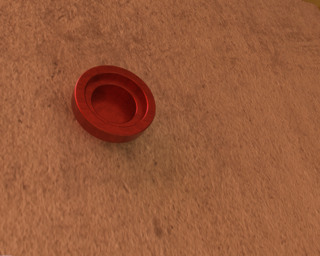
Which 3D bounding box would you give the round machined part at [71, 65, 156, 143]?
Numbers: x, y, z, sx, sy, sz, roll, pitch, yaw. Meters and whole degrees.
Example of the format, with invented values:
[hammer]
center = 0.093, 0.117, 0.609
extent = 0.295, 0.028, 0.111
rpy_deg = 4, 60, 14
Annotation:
[round machined part]
center = -0.058, -0.025, 0.378
extent = 0.099, 0.042, 0.098
rpy_deg = 14, 56, -21
